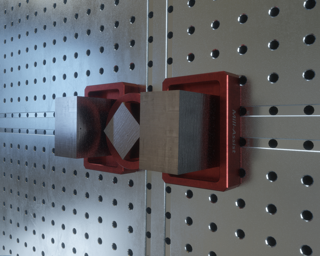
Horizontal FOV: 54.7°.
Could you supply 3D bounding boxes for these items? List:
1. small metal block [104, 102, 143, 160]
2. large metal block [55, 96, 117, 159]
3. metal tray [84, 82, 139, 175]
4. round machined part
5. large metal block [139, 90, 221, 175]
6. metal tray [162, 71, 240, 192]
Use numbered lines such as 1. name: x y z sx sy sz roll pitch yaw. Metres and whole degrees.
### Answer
1. small metal block: -0.038 0.003 0.388 0.050 0.025 0.050 52 120 27
2. large metal block: -0.099 -0.001 0.438 0.050 0.081 0.080 1 91 40
3. metal tray: -0.075 0.000 0.467 0.090 0.030 0.129 1 90 40
4. round machined part: -0.023 0.004 0.406 0.098 0.042 0.097 0 90 40
5. large metal block: 0.024 0.003 0.336 0.050 0.081 0.079 2 91 40
6. metal tray: 0.046 0.003 0.367 0.090 0.030 0.129 0 90 40
